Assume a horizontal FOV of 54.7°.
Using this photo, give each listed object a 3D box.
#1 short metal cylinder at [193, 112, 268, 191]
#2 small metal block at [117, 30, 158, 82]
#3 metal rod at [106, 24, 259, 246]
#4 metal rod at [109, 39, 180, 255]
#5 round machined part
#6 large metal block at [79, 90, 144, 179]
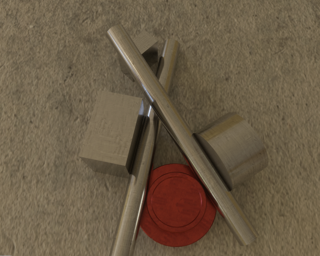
[{"bbox_3d":[0.082,0.028,0.371,0.050,0.080,0.080,-31,73,-11],"label":"short metal cylinder"},{"bbox_3d":[-0.030,-0.099,0.432,0.050,0.050,0.025,-43,76,-14],"label":"small metal block"},{"bbox_3d":[0.022,0.002,0.372,0.025,0.025,0.299,-31,82,-11],"label":"metal rod"},{"bbox_3d":[-0.012,0.009,0.390,0.025,0.025,0.300,11,64,4],"label":"metal rod"},{"bbox_3d":[0.019,0.090,0.368,0.099,0.042,0.098,0,70,-1],"label":"round machined part"},{"bbox_3d":[-0.053,0.011,0.375,0.050,0.080,0.080,11,70,4],"label":"large metal block"}]
